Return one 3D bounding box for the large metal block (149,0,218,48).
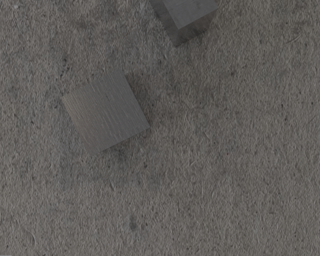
[{"bbox_3d":[0.023,-0.156,0.382,0.050,0.080,0.080,-29,90,0],"label":"large metal block"}]

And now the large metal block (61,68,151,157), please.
[{"bbox_3d":[-0.065,-0.019,0.397,0.080,0.050,0.080,-26,90,0],"label":"large metal block"}]
